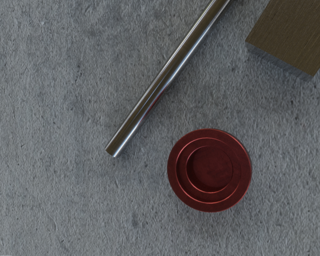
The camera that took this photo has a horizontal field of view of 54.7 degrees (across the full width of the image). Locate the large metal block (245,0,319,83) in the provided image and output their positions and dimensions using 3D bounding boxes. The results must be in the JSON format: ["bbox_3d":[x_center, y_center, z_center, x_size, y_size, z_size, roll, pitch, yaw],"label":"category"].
[{"bbox_3d":[0.153,-0.107,0.342,0.080,0.050,0.080,34,101,16],"label":"large metal block"}]

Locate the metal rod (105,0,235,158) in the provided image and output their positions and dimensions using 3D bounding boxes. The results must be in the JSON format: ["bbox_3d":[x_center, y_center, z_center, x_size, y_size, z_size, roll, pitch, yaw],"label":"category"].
[{"bbox_3d":[0.021,-0.083,0.401,0.025,0.025,0.299,40,102,15],"label":"metal rod"}]

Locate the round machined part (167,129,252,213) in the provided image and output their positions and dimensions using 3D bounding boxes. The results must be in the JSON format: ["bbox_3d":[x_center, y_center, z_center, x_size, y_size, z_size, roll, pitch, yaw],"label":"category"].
[{"bbox_3d":[0.062,0.049,0.378,0.098,0.042,0.097,0,90,20],"label":"round machined part"}]
